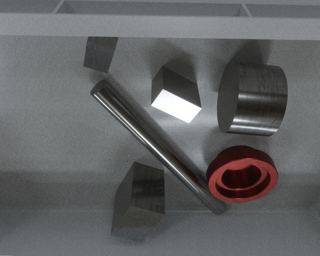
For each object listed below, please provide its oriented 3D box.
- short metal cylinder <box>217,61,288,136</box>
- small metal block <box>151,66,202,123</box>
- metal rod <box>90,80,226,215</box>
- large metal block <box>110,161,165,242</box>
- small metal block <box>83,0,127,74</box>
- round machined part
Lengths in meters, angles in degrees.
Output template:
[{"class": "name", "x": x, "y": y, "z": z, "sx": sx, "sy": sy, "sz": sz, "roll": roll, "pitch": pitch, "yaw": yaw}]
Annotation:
[{"class": "short metal cylinder", "x": 0.100, "y": -0.032, "z": 0.347, "sx": 0.050, "sy": 0.080, "sz": 0.079, "roll": 5, "pitch": 130, "yaw": -5}, {"class": "small metal block", "x": 0.018, "y": -0.039, "z": 0.360, "sx": 0.050, "sy": 0.050, "sz": 0.025, "roll": 24, "pitch": 126, "yaw": -20}, {"class": "metal rod", "x": 0.014, "y": 0.044, "z": 0.446, "sx": 0.025, "sy": 0.025, "sz": 0.300, "roll": -29, "pitch": 125, "yaw": 22}, {"class": "large metal block", "x": -0.033, "y": 0.112, "z": 0.468, "sx": 0.050, "sy": 0.080, "sz": 0.079, "roll": 19, "pitch": 127, "yaw": -16}, {"class": "small metal block", "x": -0.055, "y": -0.089, "z": 0.303, "sx": 0.025, "sy": 0.050, "sz": 0.050, "roll": 15, "pitch": 161, "yaw": -13}, {"class": "round machined part", "x": 0.117, "y": 0.063, "z": 0.454, "sx": 0.099, "sy": 0.042, "sz": 0.097, "roll": -1, "pitch": 130, "yaw": 0}]
